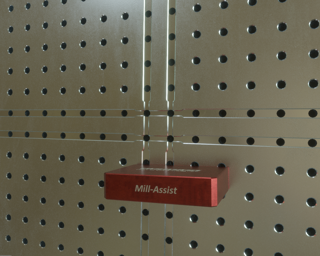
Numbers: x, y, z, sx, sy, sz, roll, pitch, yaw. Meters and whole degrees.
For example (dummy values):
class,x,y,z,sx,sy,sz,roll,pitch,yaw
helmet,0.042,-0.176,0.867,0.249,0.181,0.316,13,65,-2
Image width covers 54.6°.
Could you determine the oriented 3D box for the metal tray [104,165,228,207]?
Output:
class,x,y,z,sx,sy,sz,roll,pitch,yaw
metal tray,0.011,0.065,0.374,0.130,0.090,0.030,-1,90,20
